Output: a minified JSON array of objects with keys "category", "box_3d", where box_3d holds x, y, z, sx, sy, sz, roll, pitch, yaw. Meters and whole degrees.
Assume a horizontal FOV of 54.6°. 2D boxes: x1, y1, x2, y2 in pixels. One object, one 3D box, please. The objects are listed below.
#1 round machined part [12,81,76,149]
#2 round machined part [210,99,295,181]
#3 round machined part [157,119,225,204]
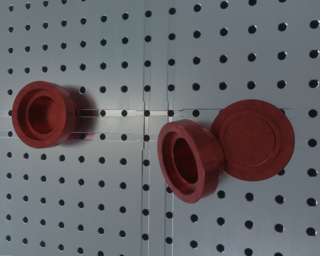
[{"category":"round machined part","box_3d":[-0.167,-0.019,0.464,0.098,0.042,0.097,0,90,20]},{"category":"round machined part","box_3d":[0.106,0.015,0.366,0.098,0.042,0.097,0,90,20]},{"category":"round machined part","box_3d":[0.039,0.037,0.372,0.098,0.042,0.097,34,131,52]}]
